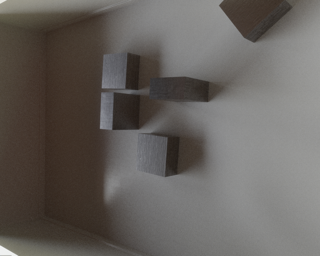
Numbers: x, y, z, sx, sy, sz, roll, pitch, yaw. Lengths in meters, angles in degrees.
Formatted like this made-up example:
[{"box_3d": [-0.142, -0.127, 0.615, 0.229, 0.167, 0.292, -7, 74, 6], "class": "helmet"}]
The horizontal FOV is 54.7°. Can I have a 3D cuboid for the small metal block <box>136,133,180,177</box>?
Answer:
[{"box_3d": [-0.003, 0.034, 0.408, 0.050, 0.025, 0.050, 7, 94, 39], "class": "small metal block"}]

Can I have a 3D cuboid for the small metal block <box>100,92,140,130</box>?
[{"box_3d": [-0.055, -0.023, 0.434, 0.025, 0.050, 0.050, 5, 93, 40], "class": "small metal block"}]

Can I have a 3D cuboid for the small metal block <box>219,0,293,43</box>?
[{"box_3d": [0.099, -0.127, 0.324, 0.050, 0.025, 0.050, -43, 65, 31], "class": "small metal block"}]

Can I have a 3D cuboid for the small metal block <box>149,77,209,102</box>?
[{"box_3d": [0.023, -0.045, 0.370, 0.050, 0.050, 0.025, 5, 93, 39], "class": "small metal block"}]

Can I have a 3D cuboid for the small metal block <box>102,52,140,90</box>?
[{"box_3d": [-0.058, -0.081, 0.452, 0.050, 0.025, 0.050, 6, 94, 39], "class": "small metal block"}]
